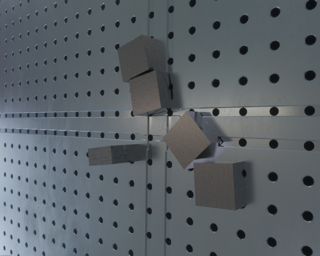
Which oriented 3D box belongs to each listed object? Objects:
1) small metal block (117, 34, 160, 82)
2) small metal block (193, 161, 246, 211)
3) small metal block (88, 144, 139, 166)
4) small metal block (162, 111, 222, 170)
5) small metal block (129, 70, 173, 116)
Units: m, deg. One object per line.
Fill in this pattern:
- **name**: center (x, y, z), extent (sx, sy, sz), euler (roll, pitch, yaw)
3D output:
- **small metal block**: center (-0.030, -0.095, 0.435), extent (0.050, 0.025, 0.050), euler (-17, 79, 39)
- **small metal block**: center (0.068, 0.064, 0.354), extent (0.050, 0.025, 0.050), euler (-4, 87, 40)
- **small metal block**: center (-0.068, 0.039, 0.451), extent (0.050, 0.050, 0.025), euler (-9, 84, 40)
- **small metal block**: center (0.038, 0.015, 0.379), extent (0.050, 0.025, 0.050), euler (-49, 61, 28)
- **small metal block**: center (-0.013, -0.046, 0.421), extent (0.050, 0.025, 0.050), euler (-13, 82, 39)
